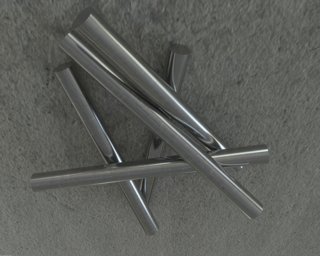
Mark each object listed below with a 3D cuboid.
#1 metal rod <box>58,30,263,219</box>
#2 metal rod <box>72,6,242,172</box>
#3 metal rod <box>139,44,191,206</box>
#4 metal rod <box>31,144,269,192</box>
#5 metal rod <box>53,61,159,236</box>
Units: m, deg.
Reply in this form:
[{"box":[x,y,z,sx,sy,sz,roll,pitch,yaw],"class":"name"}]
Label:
[{"box":[0.010,0.005,0.357,0.300,0.025,0.025,42,119,-12],"class":"metal rod"},{"box":[0.022,-0.020,0.359,0.025,0.025,0.301,-30,134,22],"class":"metal rod"},{"box":[-0.006,0.026,0.429,0.025,0.025,0.298,8,130,-7],"class":"metal rod"},{"box":[-0.015,0.052,0.400,0.302,0.025,0.025,-8,130,3],"class":"metal rod"},{"box":[-0.061,0.048,0.427,0.025,0.025,0.299,-15,123,12],"class":"metal rod"}]
